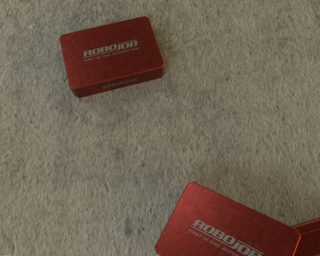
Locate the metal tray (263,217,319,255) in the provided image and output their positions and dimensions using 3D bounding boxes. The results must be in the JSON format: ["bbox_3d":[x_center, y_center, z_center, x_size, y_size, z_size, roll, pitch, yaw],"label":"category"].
[{"bbox_3d":[0.197,0.149,0.353,0.131,0.030,0.090,-14,71,-6],"label":"metal tray"}]

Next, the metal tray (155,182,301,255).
[{"bbox_3d":[0.072,0.127,0.340,0.130,0.030,0.090,22,70,25],"label":"metal tray"}]

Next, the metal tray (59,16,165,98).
[{"bbox_3d":[-0.068,-0.102,0.442,0.131,0.030,0.090,-15,71,-6],"label":"metal tray"}]
